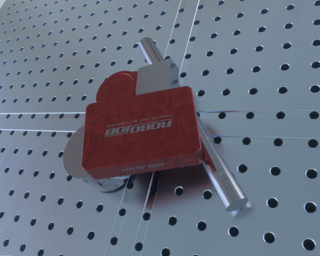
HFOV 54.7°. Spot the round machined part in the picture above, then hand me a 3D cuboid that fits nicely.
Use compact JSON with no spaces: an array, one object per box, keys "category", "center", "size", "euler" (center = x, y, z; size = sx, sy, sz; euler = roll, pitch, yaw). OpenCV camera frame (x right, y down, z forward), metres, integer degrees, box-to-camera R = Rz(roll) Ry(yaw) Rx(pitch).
[{"category":"round machined part","center":[-0.052,-0.043,0.445],"size":[0.098,0.042,0.098],"euler":[-14,56,22]}]

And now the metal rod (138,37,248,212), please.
[{"category":"metal rod","center":[0.028,-0.028,0.406],"size":[0.025,0.025,0.300],"euler":[-31,52,8]}]

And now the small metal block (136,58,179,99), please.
[{"category":"small metal block","center":[-0.003,-0.059,0.411],"size":[0.050,0.025,0.050],"euler":[-12,59,27]}]

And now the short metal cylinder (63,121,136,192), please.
[{"category":"short metal cylinder","center":[-0.077,0.037,0.405],"size":[0.080,0.050,0.080],"euler":[-13,56,21]}]

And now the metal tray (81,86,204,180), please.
[{"category":"metal tray","center":[-0.021,0.005,0.359],"size":[0.131,0.030,0.090],"euler":[-9,57,8]}]
